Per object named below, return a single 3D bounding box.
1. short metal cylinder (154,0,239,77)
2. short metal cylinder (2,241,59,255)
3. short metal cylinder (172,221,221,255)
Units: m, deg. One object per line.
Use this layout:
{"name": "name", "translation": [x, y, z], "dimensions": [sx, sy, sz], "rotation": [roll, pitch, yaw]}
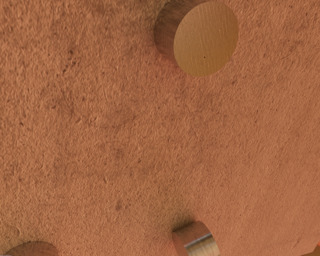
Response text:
{"name": "short metal cylinder", "translation": [0.040, -0.104, 0.348], "dimensions": [0.081, 0.050, 0.079], "rotation": [-14, 124, -21]}
{"name": "short metal cylinder", "translation": [-0.175, 0.202, 0.420], "dimensions": [0.081, 0.050, 0.079], "rotation": [-14, 124, -21]}
{"name": "short metal cylinder", "translation": [0.061, 0.207, 0.533], "dimensions": [0.050, 0.080, 0.079], "rotation": [-20, 126, -17]}
